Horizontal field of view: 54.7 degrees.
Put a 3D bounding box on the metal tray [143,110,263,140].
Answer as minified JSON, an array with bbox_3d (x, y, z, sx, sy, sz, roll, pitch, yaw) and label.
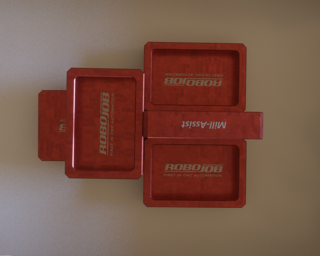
[{"bbox_3d":[0.047,-0.004,0.377,0.131,0.090,0.030,1,90,-1],"label":"metal tray"}]

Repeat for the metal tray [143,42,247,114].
[{"bbox_3d":[0.045,-0.064,0.408,0.131,0.030,0.089,1,90,-1],"label":"metal tray"}]

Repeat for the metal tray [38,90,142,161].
[{"bbox_3d":[-0.088,-0.003,0.405,0.131,0.030,0.089,0,90,-1],"label":"metal tray"}]

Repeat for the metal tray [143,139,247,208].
[{"bbox_3d":[0.045,0.056,0.408,0.131,0.030,0.089,1,90,-1],"label":"metal tray"}]

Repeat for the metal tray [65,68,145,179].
[{"bbox_3d":[-0.065,-0.005,0.376,0.091,0.030,0.129,1,90,-1],"label":"metal tray"}]
